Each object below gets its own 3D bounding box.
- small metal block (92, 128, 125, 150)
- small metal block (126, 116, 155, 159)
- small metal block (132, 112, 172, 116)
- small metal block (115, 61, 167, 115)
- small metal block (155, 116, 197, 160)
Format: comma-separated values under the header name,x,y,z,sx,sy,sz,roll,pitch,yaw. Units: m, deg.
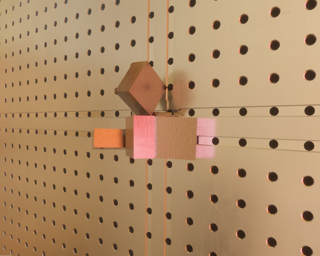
name,x,y,z,sx,sy,sz,roll,pitch,yaw
small metal block,-0.069,0.017,0.438,0.050,0.050,0.025,154,116,-73
small metal block,-0.026,0.011,0.384,0.050,0.025,0.050,179,91,-73
small metal block,-0.012,0.003,0.421,0.050,0.025,0.050,3,92,40
small metal block,-0.023,-0.050,0.400,0.025,0.050,0.050,4,57,41
small metal block,0.020,0.012,0.380,0.050,0.025,0.050,2,92,9
